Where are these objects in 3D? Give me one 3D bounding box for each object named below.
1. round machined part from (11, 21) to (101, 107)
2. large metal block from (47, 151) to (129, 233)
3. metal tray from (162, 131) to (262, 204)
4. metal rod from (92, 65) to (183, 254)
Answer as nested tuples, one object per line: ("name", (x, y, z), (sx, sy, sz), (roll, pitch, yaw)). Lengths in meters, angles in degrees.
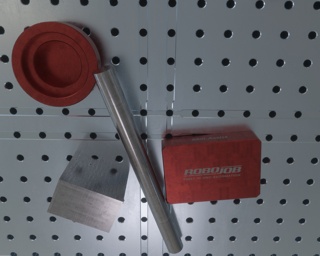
("round machined part", (-0.120, -0.078, 0.374), (0.099, 0.042, 0.097), (0, 110, -1))
("large metal block", (-0.091, 0.082, 0.413), (0.080, 0.080, 0.050), (22, 109, -8))
("metal tray", (0.071, 0.056, 0.432), (0.131, 0.030, 0.089), (-5, 110, 1))
("metal rod", (-0.020, 0.060, 0.415), (0.025, 0.025, 0.298), (-16, 117, 6))
